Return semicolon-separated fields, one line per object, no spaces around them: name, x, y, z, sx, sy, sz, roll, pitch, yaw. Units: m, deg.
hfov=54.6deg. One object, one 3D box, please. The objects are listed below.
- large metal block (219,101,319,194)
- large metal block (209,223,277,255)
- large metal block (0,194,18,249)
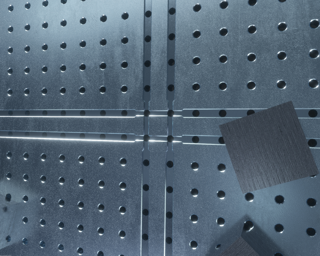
large metal block;0.123;0.022;0.356;0.080;0.050;0.080;-20;83;19
large metal block;0.099;0.175;0.365;0.080;0.050;0.080;46;104;14
large metal block;-0.290;0.148;0.503;0.080;0.050;0.080;20;97;19
